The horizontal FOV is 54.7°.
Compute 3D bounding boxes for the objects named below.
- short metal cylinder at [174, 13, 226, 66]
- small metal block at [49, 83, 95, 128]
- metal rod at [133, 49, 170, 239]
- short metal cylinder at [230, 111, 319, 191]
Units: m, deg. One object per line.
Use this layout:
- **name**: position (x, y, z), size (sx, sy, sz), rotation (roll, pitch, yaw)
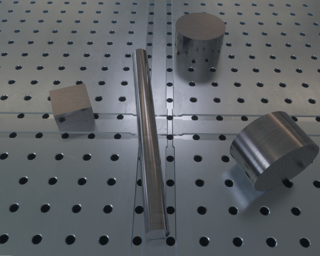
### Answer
- **short metal cylinder**: position (0.065, -0.149, 0.517), size (0.081, 0.050, 0.080), rotation (0, 50, 0)
- **small metal block**: position (-0.123, -0.032, 0.434), size (0.050, 0.025, 0.050), rotation (-15, 52, -13)
- **metal rod**: position (-0.018, -0.006, 0.412), size (0.025, 0.025, 0.300), rotation (-4, 50, -4)
- **short metal cylinder**: position (0.127, 0.027, 0.350), size (0.081, 0.080, 0.050), rotation (-18, 53, -15)
